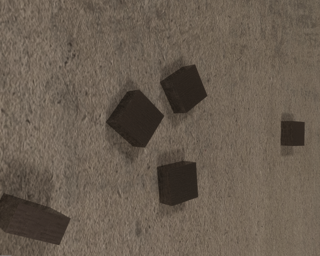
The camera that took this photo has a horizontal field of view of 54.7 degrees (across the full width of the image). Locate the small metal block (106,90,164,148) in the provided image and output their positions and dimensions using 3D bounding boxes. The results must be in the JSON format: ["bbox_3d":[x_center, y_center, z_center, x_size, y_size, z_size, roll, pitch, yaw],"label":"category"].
[{"bbox_3d":[-0.029,-0.011,0.382,0.050,0.025,0.050,46,63,-31],"label":"small metal block"}]

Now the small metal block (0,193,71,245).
[{"bbox_3d":[-0.121,0.084,0.289,0.050,0.050,0.025,32,70,-36],"label":"small metal block"}]

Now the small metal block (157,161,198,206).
[{"bbox_3d":[0.025,0.075,0.428,0.050,0.025,0.050,-7,95,-40],"label":"small metal block"}]

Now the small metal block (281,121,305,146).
[{"bbox_3d":[0.275,0.012,0.639,0.050,0.025,0.050,2,89,-40],"label":"small metal block"}]

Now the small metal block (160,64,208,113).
[{"bbox_3d":[0.034,-0.055,0.436,0.050,0.025,0.050,-39,114,-33],"label":"small metal block"}]
